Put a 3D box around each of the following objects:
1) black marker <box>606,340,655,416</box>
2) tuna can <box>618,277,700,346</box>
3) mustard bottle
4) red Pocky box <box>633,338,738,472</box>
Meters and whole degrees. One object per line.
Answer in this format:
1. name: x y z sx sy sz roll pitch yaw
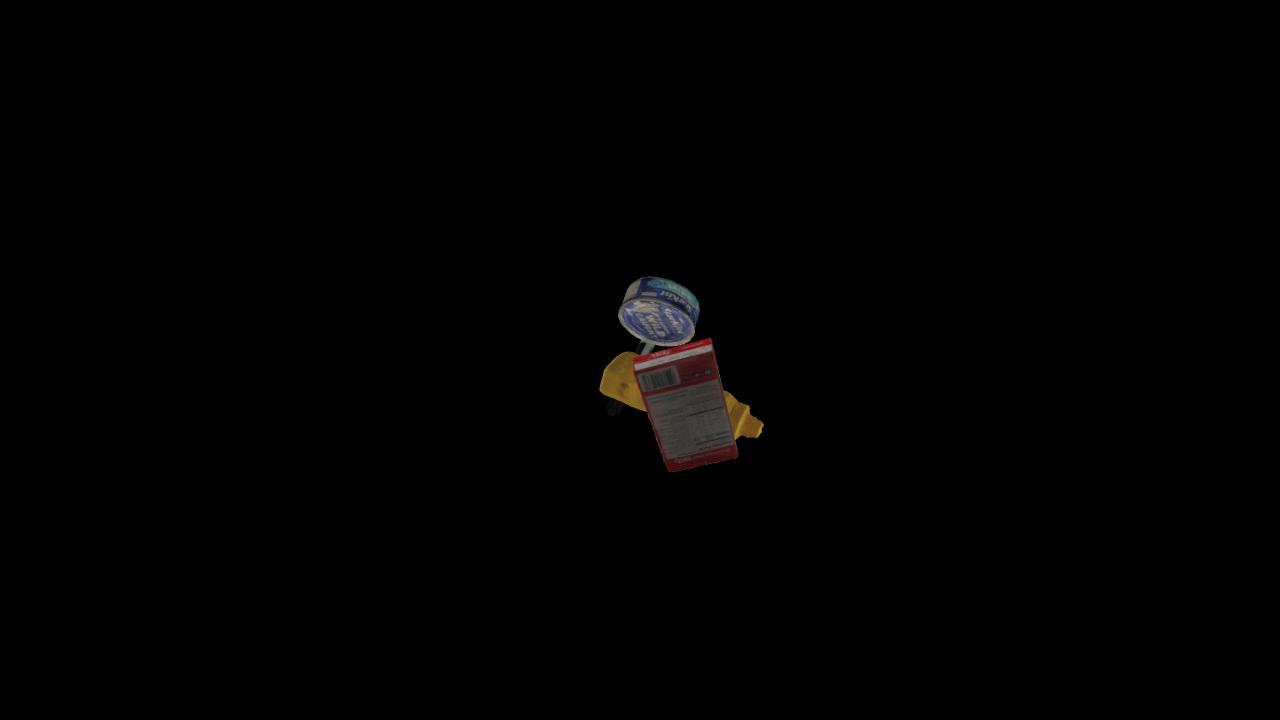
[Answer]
1. black marker: -0.010 0.017 0.741 0.020 0.121 0.020 19 -35 14
2. tuna can: 0.021 -0.051 0.659 0.084 0.034 0.084 14 -29 8
3. mustard bottle: 0.052 0.046 0.700 0.184 0.054 0.092 21 13 19
4. red Pocky box: 0.050 0.052 0.646 0.083 0.155 0.028 -14 37 5
